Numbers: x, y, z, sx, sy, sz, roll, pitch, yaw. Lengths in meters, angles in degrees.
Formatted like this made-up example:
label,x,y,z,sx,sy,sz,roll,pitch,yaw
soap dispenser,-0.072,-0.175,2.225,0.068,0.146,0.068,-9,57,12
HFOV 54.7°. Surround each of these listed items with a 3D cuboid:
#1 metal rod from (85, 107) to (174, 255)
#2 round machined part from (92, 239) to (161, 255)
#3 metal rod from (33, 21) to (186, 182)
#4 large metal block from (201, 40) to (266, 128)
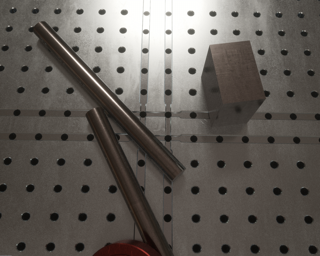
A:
label,x,y,z,sx,sy,sz,roll,pitch,yaw
metal rod,-0.021,0.104,0.373,0.025,0.025,0.299,-25,72,-9
round machined part,-0.031,0.169,0.329,0.098,0.042,0.097,-3,80,19
metal rod,-0.077,-0.045,0.427,0.025,0.025,0.300,-41,75,-14
large metal block,0.091,-0.054,0.404,0.050,0.080,0.080,-7,70,-3
